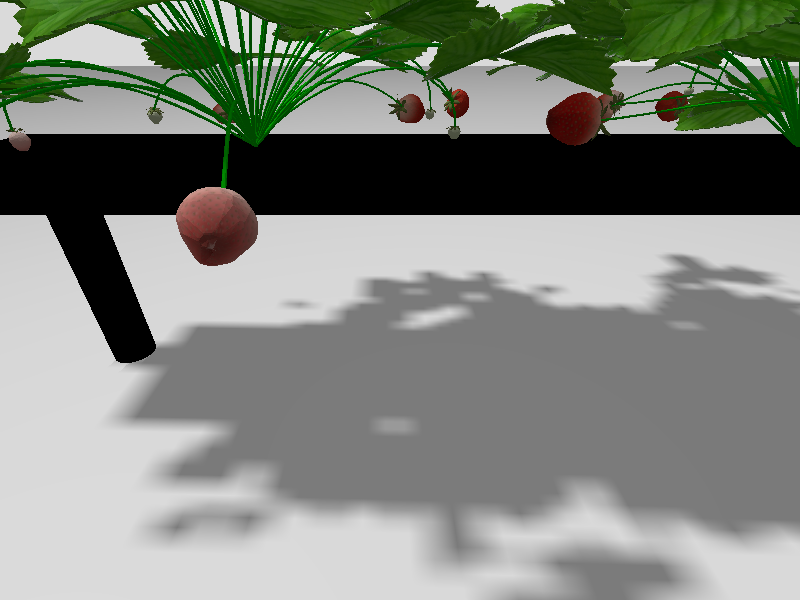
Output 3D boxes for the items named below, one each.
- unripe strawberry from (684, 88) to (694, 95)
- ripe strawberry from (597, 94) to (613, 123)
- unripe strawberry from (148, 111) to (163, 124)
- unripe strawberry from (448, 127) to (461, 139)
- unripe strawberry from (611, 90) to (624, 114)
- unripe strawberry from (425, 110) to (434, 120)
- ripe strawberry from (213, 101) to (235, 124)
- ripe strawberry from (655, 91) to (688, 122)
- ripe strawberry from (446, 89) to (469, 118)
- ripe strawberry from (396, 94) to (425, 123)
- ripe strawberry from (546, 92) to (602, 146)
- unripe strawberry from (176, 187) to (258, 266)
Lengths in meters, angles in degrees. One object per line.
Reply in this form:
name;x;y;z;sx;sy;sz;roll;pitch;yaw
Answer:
unripe strawberry;0.378;-0.272;0.524;0.011;0.011;0.011;6;32;10
ripe strawberry;0.216;-0.206;0.433;0.025;0.028;0.027;-25;23;-35
unripe strawberry;-0.271;-0.203;0.443;0.014;0.015;0.015;-31;-24;-40
unripe strawberry;0.044;-0.136;0.325;0.010;0.010;0.009;0;32;1
unripe strawberry;0.257;-0.242;0.491;0.031;0.028;0.028;-11;33;-18
unripe strawberry;0.032;-0.195;0.422;0.010;0.010;0.009;-21;37;-30
ripe strawberry;-0.187;-0.202;0.431;0.026;0.023;0.026;-16;35;-24
ripe strawberry;0.308;-0.222;0.458;0.030;0.032;0.033;-4;31;-7
ripe strawberry;0.069;-0.229;0.469;0.029;0.030;0.026;-4;26;-45
ripe strawberry;0.013;-0.204;0.429;0.033;0.028;0.033;-12;31;-43
ripe strawberry;0.145;-0.152;0.337;0.042;0.041;0.039;2;32;5
unripe strawberry;-0.065;-0.025;0.143;0.027;0.028;0.029;-8;33;-12
